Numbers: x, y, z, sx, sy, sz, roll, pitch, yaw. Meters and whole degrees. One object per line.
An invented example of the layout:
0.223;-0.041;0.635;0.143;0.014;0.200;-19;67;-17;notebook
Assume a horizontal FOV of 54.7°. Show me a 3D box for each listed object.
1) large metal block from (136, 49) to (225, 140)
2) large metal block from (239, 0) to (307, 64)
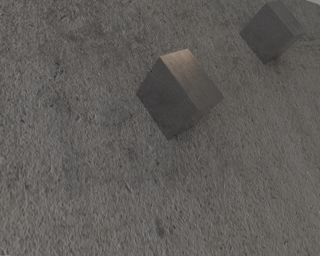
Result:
0.023;-0.043;0.407;0.050;0.080;0.080;-26;76;-37;large metal block
0.215;-0.183;0.596;0.050;0.080;0.080;-26;76;-37;large metal block
